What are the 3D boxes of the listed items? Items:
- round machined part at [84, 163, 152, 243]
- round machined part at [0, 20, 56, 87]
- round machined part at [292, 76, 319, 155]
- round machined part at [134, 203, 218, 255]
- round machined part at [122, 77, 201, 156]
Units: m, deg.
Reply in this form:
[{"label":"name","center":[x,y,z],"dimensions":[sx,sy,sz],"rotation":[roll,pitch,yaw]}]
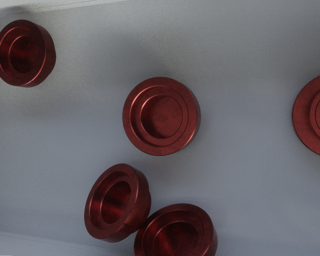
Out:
[{"label":"round machined part","center":[-0.050,0.099,0.402],"dimensions":[0.098,0.042,0.098],"rotation":[-27,45,31]},{"label":"round machined part","center":[-0.200,-0.110,0.472],"dimensions":[0.098,0.042,0.097],"rotation":[0,90,20]},{"label":"round machined part","center":[0.195,-0.014,0.332],"dimensions":[0.098,0.042,0.097],"rotation":[0,90,20]},{"label":"round machined part","center":[0.022,0.142,0.374],"dimensions":[0.098,0.098,0.042],"rotation":[-12,121,19]},{"label":"round machined part","center":[0.005,-0.014,0.400],"dimensions":[0.098,0.042,0.097],"rotation":[0,90,20]}]
